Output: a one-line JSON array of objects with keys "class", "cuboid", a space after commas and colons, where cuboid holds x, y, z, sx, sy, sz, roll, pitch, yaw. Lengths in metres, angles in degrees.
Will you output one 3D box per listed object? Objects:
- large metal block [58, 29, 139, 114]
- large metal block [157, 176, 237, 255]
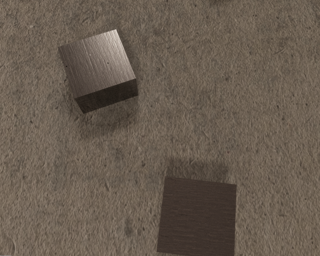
[{"class": "large metal block", "cuboid": [-0.082, -0.076, 0.422, 0.081, 0.050, 0.080, -20, 71, -8]}, {"class": "large metal block", "cuboid": [0.041, 0.104, 0.357, 0.080, 0.050, 0.080, 6, 70, 2]}]
